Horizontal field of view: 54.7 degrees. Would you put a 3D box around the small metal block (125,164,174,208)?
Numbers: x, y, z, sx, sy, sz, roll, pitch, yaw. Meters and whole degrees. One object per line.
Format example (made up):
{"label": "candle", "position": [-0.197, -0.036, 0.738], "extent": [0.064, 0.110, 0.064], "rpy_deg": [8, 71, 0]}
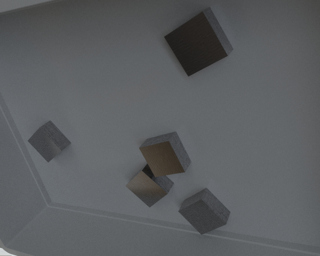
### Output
{"label": "small metal block", "position": [-0.016, 0.086, 0.468], "extent": [0.050, 0.025, 0.050], "rpy_deg": [42, 129, -2]}

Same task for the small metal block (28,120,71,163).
{"label": "small metal block", "position": [-0.185, 0.023, 0.518], "extent": [0.050, 0.025, 0.050], "rpy_deg": [49, 128, -7]}

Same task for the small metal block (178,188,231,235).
{"label": "small metal block", "position": [0.064, 0.121, 0.449], "extent": [0.050, 0.025, 0.050], "rpy_deg": [46, 129, -5]}

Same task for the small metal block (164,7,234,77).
{"label": "small metal block", "position": [0.041, -0.091, 0.330], "extent": [0.050, 0.025, 0.050], "rpy_deg": [-24, 106, 36]}

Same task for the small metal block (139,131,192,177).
{"label": "small metal block", "position": [0.008, 0.037, 0.426], "extent": [0.050, 0.025, 0.050], "rpy_deg": [-15, 111, 34]}
